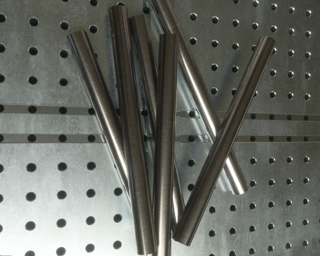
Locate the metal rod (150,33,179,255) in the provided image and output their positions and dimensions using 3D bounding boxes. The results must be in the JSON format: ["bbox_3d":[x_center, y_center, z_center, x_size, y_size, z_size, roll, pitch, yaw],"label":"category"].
[{"bbox_3d":[0.006,0.034,0.386,0.025,0.025,0.298,3,89,-20],"label":"metal rod"}]

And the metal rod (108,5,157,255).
[{"bbox_3d":[-0.034,-0.002,0.379,0.025,0.025,0.299,-5,84,-20],"label":"metal rod"}]

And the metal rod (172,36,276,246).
[{"bbox_3d":[0.090,0.011,0.417,0.025,0.025,0.299,28,81,-18],"label":"metal rod"}]

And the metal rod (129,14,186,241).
[{"bbox_3d":[0.001,0.003,0.412,0.025,0.025,0.298,-13,94,-20],"label":"metal rod"}]

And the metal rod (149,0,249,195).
[{"bbox_3d":[0.057,-0.043,0.433,0.025,0.025,0.299,-27,99,-18],"label":"metal rod"}]

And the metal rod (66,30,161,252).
[{"bbox_3d":[-0.051,0.026,0.393,0.025,0.025,0.299,-22,98,-19],"label":"metal rod"}]
